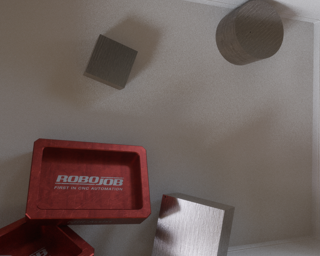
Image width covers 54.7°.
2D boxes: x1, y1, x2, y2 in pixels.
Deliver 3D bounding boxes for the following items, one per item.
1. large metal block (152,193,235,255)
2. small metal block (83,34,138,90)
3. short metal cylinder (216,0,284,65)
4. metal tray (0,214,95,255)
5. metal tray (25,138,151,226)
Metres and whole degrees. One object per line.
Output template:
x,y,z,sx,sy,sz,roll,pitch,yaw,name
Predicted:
0.043,0.132,0.392,0.050,0.080,0.080,18,81,-62,large metal block
-0.062,-0.081,0.388,0.050,0.025,0.050,21,83,-19,small metal block
0.128,-0.135,0.446,0.081,0.050,0.079,0,90,-21,short metal cylinder
-0.141,0.137,0.295,0.131,0.090,0.030,-21,129,-49,metal tray
-0.080,0.063,0.357,0.131,0.030,0.090,6,58,-20,metal tray
